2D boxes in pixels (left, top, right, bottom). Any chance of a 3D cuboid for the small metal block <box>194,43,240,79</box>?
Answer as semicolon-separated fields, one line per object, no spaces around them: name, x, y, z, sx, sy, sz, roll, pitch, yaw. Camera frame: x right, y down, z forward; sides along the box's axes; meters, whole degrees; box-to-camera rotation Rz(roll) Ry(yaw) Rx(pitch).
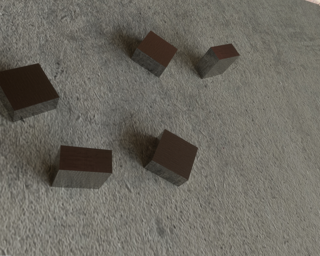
small metal block;0.092;-0.108;0.503;0.050;0.050;0.025;-19;72;-35

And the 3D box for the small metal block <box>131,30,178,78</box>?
small metal block;-0.008;-0.112;0.467;0.050;0.025;0.050;33;51;-7

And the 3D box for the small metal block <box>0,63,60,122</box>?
small metal block;-0.150;-0.041;0.347;0.050;0.025;0.050;-25;75;-37

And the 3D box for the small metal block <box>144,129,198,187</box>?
small metal block;0.015;0.037;0.389;0.050;0.025;0.050;30;52;-9

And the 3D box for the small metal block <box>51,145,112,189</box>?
small metal block;-0.081;0.042;0.318;0.050;0.050;0.025;8;59;-24
